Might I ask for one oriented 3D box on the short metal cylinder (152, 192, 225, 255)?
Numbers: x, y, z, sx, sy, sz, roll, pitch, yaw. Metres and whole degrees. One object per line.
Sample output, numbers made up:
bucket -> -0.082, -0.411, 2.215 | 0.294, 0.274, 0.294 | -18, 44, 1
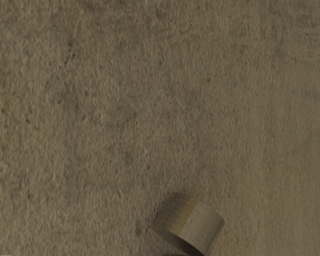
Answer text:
short metal cylinder -> 0.037, 0.128, 0.402 | 0.080, 0.080, 0.050 | 50, 61, -29
